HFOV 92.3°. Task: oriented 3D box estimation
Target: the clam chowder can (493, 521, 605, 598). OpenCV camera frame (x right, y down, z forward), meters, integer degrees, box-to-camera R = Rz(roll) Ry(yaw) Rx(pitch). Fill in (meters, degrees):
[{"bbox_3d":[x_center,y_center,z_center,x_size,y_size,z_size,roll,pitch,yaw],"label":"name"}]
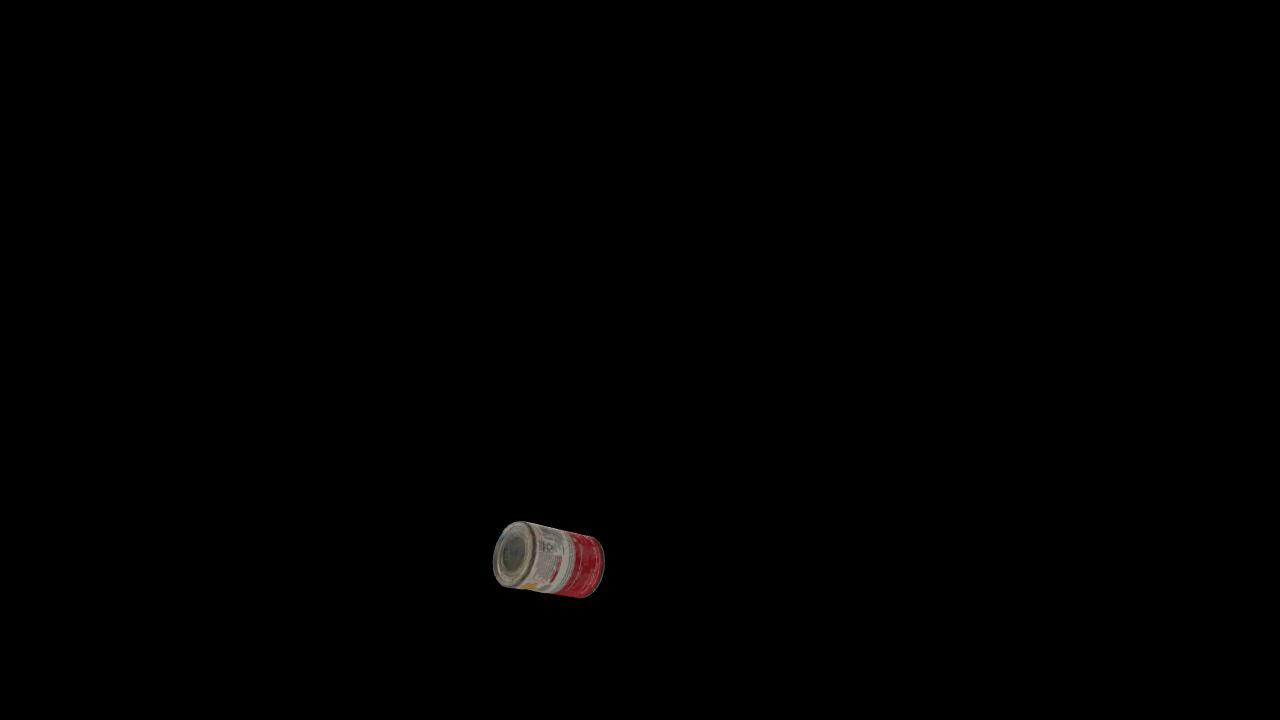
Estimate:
[{"bbox_3d":[-0.096,0.213,0.655,0.068,0.068,0.102,0,-21,44],"label":"clam chowder can"}]
